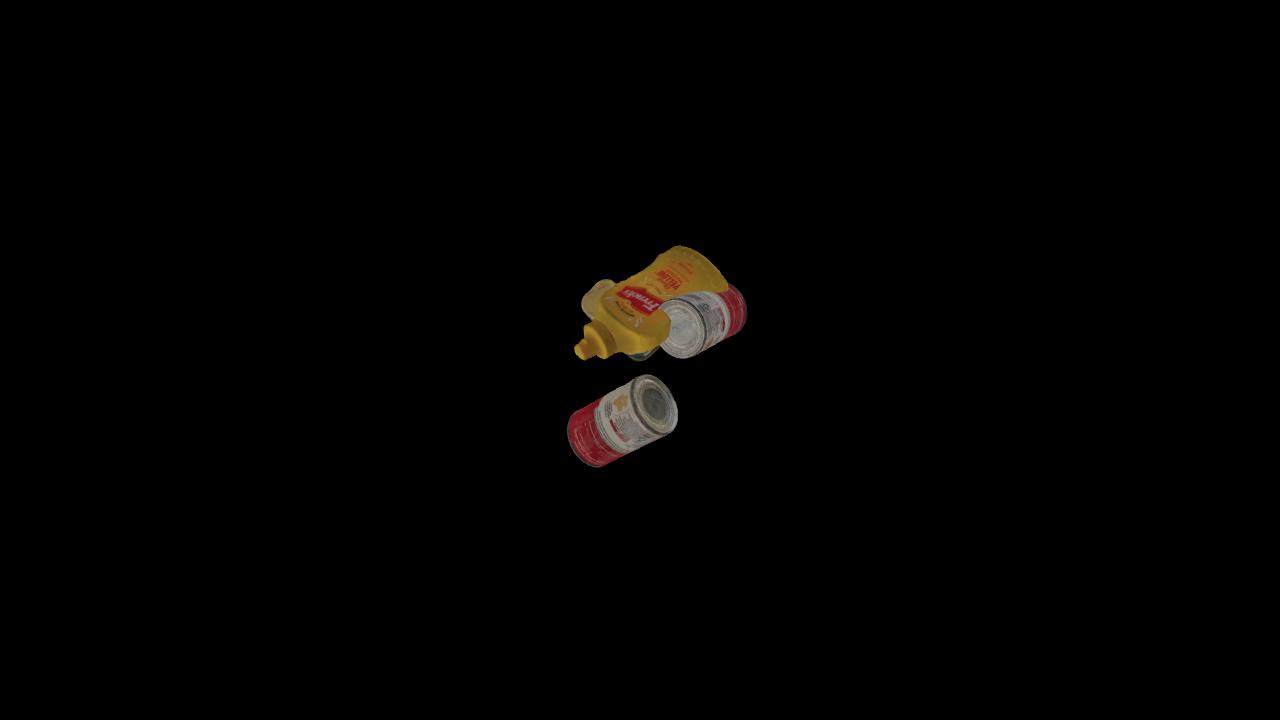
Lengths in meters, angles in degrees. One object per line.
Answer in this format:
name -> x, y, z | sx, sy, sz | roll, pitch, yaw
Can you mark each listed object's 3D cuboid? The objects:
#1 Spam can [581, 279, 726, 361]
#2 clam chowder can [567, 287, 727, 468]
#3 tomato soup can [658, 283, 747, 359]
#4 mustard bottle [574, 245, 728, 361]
Spam can -> -0.020, -0.049, 0.765 | 0.058, 0.101, 0.085 | -45, -7, 2
clam chowder can -> -0.018, 0.064, 0.643 | 0.102, 0.068, 0.068 | -31, -19, 36
tomato soup can -> 0.068, -0.045, 0.685 | 0.068, 0.068, 0.101 | 0, 16, 36
mustard bottle -> 0.004, -0.054, 0.681 | 0.184, 0.092, 0.054 | -35, -24, -22
